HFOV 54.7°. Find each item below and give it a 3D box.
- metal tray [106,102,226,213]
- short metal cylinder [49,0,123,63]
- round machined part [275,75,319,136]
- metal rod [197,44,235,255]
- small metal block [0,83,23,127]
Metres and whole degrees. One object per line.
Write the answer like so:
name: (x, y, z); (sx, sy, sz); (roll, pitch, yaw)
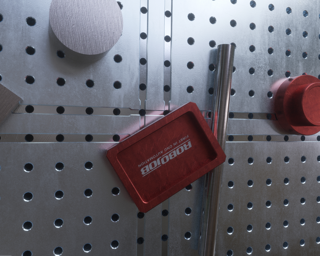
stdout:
metal tray: (0.008, 0.036, 0.400); (0.131, 0.030, 0.090); (-31, 94, -11)
short metal cylinder: (-0.089, -0.121, 0.367); (0.081, 0.050, 0.079); (0, 90, -21)
round machined part: (0.237, -0.036, 0.493); (0.099, 0.042, 0.097); (0, 90, -21)
metal rod: (0.081, 0.030, 0.443); (0.025, 0.025, 0.298); (7, 88, -20)
small metal block: (-0.191, -0.028, 0.342); (0.050, 0.025, 0.050); (39, 78, -16)
